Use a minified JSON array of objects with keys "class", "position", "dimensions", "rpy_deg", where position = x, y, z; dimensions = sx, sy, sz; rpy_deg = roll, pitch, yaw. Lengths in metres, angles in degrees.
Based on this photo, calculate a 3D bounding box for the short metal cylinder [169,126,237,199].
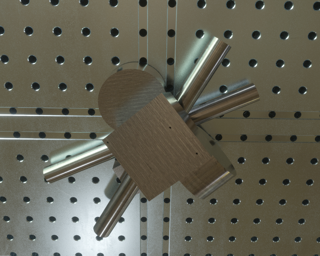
[{"class":"short metal cylinder","position":[0.052,0.043,0.397],"dimensions":[0.050,0.080,0.080],"rpy_deg":[-41,105,14]}]

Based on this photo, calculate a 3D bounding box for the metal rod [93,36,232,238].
[{"class":"metal rod","position":[-0.006,0.023,0.392],"dimensions":[0.025,0.025,0.298],"rpy_deg":[29,107,-10]}]

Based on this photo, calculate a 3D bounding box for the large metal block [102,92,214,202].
[{"class":"large metal block","position":[0.000,0.018,0.335],"dimensions":[0.080,0.050,0.080],"rpy_deg":[-38,89,13]}]

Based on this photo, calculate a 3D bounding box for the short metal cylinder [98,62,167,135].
[{"class":"short metal cylinder","position":[-0.032,-0.037,0.382],"dimensions":[0.081,0.050,0.079],"rpy_deg":[0,110,0]}]

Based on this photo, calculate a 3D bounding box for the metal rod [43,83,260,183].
[{"class":"metal rod","position":[-0.017,0.010,0.413],"dimensions":[0.301,0.025,0.025],"rpy_deg":[-22,109,7]}]

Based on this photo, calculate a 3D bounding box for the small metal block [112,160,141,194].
[{"class":"small metal block","position":[-0.030,0.060,0.431],"dimensions":[0.050,0.025,0.050],"rpy_deg":[-27,108,9]}]
